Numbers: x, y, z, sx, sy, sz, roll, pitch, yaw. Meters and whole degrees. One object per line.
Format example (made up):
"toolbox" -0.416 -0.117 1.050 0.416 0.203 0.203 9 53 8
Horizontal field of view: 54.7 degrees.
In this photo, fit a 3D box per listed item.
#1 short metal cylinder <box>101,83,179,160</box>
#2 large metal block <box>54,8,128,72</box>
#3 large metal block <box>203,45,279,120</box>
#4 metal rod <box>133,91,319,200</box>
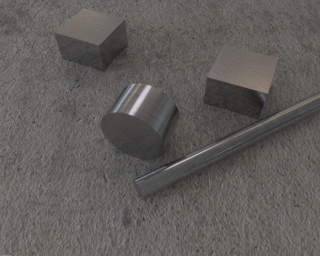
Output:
"short metal cylinder" -0.023 -0.007 0.373 0.080 0.080 0.050 17 52 14
"large metal block" -0.110 -0.146 0.509 0.080 0.050 0.080 19 53 15
"large metal block" 0.116 -0.068 0.445 0.080 0.050 0.080 18 52 15
"metal rod" 0.107 0.013 0.393 0.302 0.025 0.025 -23 54 -19
